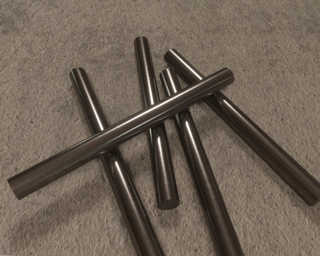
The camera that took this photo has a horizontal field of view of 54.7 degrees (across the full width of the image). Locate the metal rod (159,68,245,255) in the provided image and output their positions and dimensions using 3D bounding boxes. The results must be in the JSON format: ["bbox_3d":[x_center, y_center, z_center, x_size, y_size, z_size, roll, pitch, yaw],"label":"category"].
[{"bbox_3d":[0.043,0.032,0.376,0.025,0.025,0.300,-9,51,-8],"label":"metal rod"}]

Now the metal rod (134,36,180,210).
[{"bbox_3d":[-0.011,-0.031,0.428,0.025,0.025,0.300,-6,50,-5],"label":"metal rod"}]

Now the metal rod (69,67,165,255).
[{"bbox_3d":[-0.065,0.024,0.382,0.025,0.025,0.300,-18,53,-15],"label":"metal rod"}]

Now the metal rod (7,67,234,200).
[{"bbox_3d":[-0.027,-0.005,0.372,0.302,0.025,0.025,-29,56,-23],"label":"metal rod"}]

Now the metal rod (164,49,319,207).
[{"bbox_3d":[0.096,-0.020,0.420,0.025,0.025,0.300,-25,55,-20],"label":"metal rod"}]
